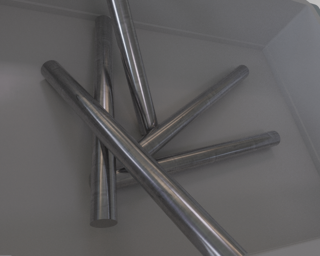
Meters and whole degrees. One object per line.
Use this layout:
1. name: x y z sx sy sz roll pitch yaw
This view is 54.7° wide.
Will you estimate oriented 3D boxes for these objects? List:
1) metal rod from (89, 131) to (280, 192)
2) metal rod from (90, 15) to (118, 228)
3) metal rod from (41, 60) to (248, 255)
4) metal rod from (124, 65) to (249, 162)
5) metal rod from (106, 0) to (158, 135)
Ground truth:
1. metal rod: 0.055 0.038 0.411 0.303 0.025 0.025 -10 67 -32
2. metal rod: -0.067 -0.034 0.370 0.025 0.025 0.299 10 51 -23
3. metal rod: -0.040 0.013 0.299 0.025 0.025 0.300 -21 49 -36
4. metal rod: 0.056 -0.032 0.441 0.025 0.025 0.302 48 47 5
5. metal rod: -0.047 -0.137 0.369 0.025 0.025 0.298 -22 104 -36
